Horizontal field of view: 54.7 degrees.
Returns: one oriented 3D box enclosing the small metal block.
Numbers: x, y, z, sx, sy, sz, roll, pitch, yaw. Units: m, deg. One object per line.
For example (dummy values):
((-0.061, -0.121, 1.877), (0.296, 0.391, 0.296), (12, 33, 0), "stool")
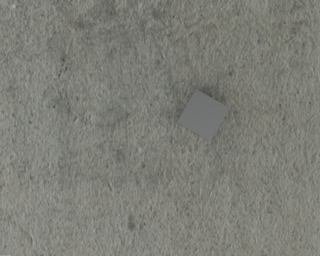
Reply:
((0.056, -0.017, 0.411), (0.050, 0.025, 0.050), (30, 90, -1), "small metal block")
